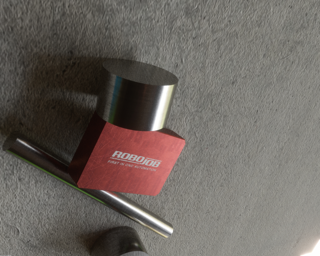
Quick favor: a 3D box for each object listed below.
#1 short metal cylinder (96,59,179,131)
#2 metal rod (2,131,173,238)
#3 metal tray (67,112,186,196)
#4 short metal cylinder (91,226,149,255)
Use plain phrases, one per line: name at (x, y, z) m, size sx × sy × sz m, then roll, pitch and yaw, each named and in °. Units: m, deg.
short metal cylinder at (-0.025, -0.037, 0.334) m, size 0.081 × 0.080 × 0.050 m, roll 0°, pitch 118°, yaw -29°
metal rod at (-0.073, 0.092, 0.423) m, size 0.025 × 0.025 × 0.300 m, roll -45°, pitch 129°, yaw 3°
metal tray at (-0.037, 0.035, 0.389) m, size 0.131 × 0.030 × 0.090 m, roll 18°, pitch 103°, yaw -43°
short metal cylinder at (-0.062, 0.201, 0.482) m, size 0.081 × 0.050 × 0.079 m, roll -14°, pitch 124°, yaw -21°
